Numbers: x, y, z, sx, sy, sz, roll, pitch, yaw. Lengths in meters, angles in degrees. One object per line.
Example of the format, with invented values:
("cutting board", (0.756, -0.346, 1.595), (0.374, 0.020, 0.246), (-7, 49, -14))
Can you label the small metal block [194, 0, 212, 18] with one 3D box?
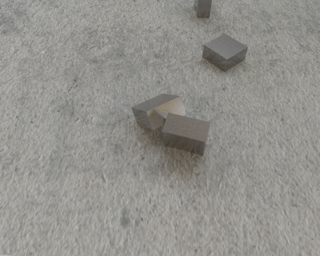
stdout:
("small metal block", (0.083, -0.249, 0.597), (0.025, 0.050, 0.050), (-1, 50, -1))

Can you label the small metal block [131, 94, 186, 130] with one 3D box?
("small metal block", (-0.003, -0.023, 0.407), (0.050, 0.025, 0.050), (-26, 20, -21))

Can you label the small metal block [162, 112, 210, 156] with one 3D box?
("small metal block", (0.032, 0.008, 0.377), (0.050, 0.050, 0.025), (14, 69, 11))

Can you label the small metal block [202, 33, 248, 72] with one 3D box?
("small metal block", (0.107, -0.125, 0.510), (0.050, 0.025, 0.050), (-33, 58, -25))
